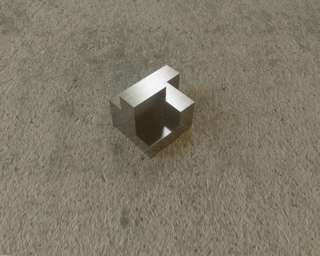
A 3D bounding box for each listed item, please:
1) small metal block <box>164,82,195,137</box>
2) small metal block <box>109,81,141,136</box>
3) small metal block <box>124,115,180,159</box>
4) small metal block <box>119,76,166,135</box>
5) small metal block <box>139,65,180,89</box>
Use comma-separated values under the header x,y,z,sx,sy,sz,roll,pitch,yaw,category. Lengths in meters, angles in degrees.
x,y,z,sx,sy,sz,roll,pitch,yaw,category
0.017,-0.024,0.408,0.025,0.050,0.050,-36,59,-26,small metal block
-0.037,-0.025,0.409,0.050,0.050,0.025,-36,59,-27,small metal block
-0.010,0.004,0.401,0.050,0.025,0.050,-35,59,-26,small metal block
-0.020,-0.027,0.378,0.050,0.050,0.025,-36,59,-27,small metal block
0.000,-0.052,0.432,0.050,0.050,0.025,-36,59,-27,small metal block
